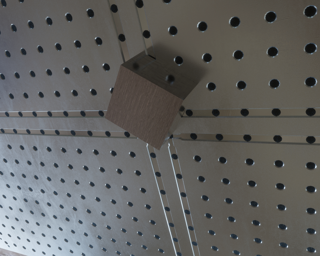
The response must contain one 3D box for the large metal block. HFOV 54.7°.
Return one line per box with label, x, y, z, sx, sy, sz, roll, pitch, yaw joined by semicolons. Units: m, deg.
large metal block;-0.012;-0.033;0.380;0.080;0.050;0.079;31;128;8
